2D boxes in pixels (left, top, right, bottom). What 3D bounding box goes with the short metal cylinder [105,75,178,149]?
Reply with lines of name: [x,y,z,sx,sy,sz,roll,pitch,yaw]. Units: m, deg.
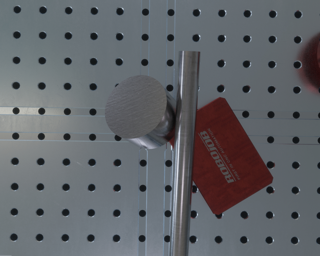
short metal cylinder: [-0.020,-0.018,0.385,0.080,0.050,0.080,-7,70,20]

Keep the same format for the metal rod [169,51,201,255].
metal rod: [0.029,0.058,0.384,0.025,0.025,0.298,2,102,0]

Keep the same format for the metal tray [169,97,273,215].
metal tray: [0.076,0.036,0.412,0.090,0.030,0.130,-31,90,0]

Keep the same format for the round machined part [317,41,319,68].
round machined part: [0.255,-0.096,0.407,0.099,0.042,0.097,0,90,0]
